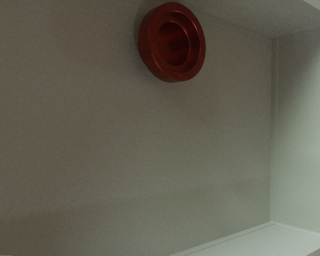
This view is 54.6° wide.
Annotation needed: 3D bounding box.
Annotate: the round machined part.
[{"bbox_3d":[0.011,-0.108,0.403,0.099,0.042,0.097,0,90,-40],"label":"round machined part"}]
